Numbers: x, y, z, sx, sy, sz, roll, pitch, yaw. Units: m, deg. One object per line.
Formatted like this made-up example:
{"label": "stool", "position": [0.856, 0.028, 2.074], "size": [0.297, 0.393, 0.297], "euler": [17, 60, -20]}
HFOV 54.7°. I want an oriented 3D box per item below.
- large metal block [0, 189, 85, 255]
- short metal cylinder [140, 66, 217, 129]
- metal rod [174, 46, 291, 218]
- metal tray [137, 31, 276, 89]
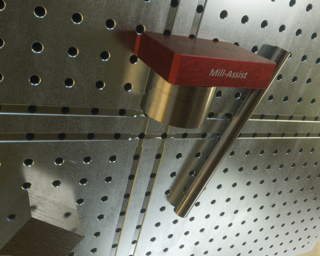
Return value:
{"label": "large metal block", "position": [-0.158, 0.136, 0.393], "size": [0.080, 0.050, 0.080], "euler": [-46, 129, 4]}
{"label": "short metal cylinder", "position": [0.022, -0.040, 0.363], "size": [0.081, 0.080, 0.050], "euler": [2, 118, -29]}
{"label": "metal rod", "position": [0.103, 0.016, 0.477], "size": [0.025, 0.025, 0.298], "euler": [18, 109, -35]}
{"label": "metal tray", "position": [0.051, -0.077, 0.349], "size": [0.131, 0.090, 0.030], "euler": [-2, 119, -28]}
